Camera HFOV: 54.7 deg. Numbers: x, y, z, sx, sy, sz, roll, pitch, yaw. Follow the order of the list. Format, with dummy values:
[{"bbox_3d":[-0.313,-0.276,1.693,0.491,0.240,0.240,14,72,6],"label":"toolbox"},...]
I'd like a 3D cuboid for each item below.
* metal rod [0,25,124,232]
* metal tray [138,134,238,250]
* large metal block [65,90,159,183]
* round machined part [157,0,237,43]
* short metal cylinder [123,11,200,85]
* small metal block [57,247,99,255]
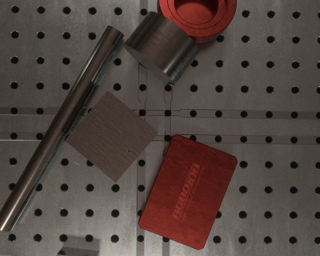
[{"bbox_3d":[-0.133,0.000,0.411,0.025,0.025,0.299,30,90,-1],"label":"metal rod"},{"bbox_3d":[0.036,0.082,0.411,0.090,0.030,0.129,22,90,-1],"label":"metal tray"},{"bbox_3d":[-0.059,0.010,0.400,0.080,0.050,0.080,40,90,-1],"label":"large metal block"},{"bbox_3d":[0.045,-0.157,0.402,0.099,0.042,0.097,1,85,-5],"label":"round machined part"},{"bbox_3d":[0.002,-0.098,0.386,0.080,0.080,0.050,37,90,-1],"label":"short metal cylinder"},{"bbox_3d":[-0.111,0.190,0.412,0.050,0.025,0.050,7,90,-1],"label":"small metal block"}]
